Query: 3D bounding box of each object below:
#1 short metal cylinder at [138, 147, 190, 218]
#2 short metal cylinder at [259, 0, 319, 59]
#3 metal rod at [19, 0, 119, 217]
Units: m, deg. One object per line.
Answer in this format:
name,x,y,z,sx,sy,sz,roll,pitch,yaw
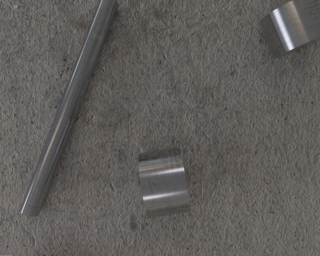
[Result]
short metal cylinder,0.005,0.067,0.382,0.050,0.080,0.080,-9,90,0
short metal cylinder,0.172,-0.126,0.384,0.080,0.080,0.050,-22,90,0
metal rod,-0.119,-0.028,0.408,0.025,0.025,0.299,21,90,0
